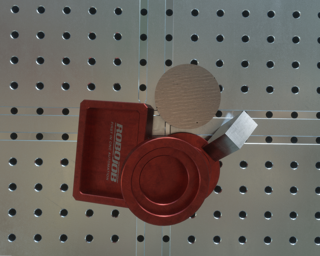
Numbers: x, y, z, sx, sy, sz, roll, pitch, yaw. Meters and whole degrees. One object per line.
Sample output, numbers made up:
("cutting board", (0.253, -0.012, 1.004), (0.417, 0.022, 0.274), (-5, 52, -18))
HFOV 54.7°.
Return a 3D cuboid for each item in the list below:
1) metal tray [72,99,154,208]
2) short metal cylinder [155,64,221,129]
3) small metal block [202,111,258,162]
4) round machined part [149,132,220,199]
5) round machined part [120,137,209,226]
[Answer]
("metal tray", (-0.060, 0.031, 0.399), (0.090, 0.030, 0.129), (5, 90, 14))
("short metal cylinder", (0.034, -0.038, 0.401), (0.081, 0.050, 0.079), (0, 90, -1))
("small metal block", (0.088, 0.011, 0.392), (0.025, 0.050, 0.050), (47, 55, 0))
("round machined part", (0.030, 0.054, 0.404), (0.099, 0.042, 0.097), (0, 90, -1))
("round machined part", (0.003, 0.058, 0.357), (0.099, 0.042, 0.097), (0, 92, -11))
